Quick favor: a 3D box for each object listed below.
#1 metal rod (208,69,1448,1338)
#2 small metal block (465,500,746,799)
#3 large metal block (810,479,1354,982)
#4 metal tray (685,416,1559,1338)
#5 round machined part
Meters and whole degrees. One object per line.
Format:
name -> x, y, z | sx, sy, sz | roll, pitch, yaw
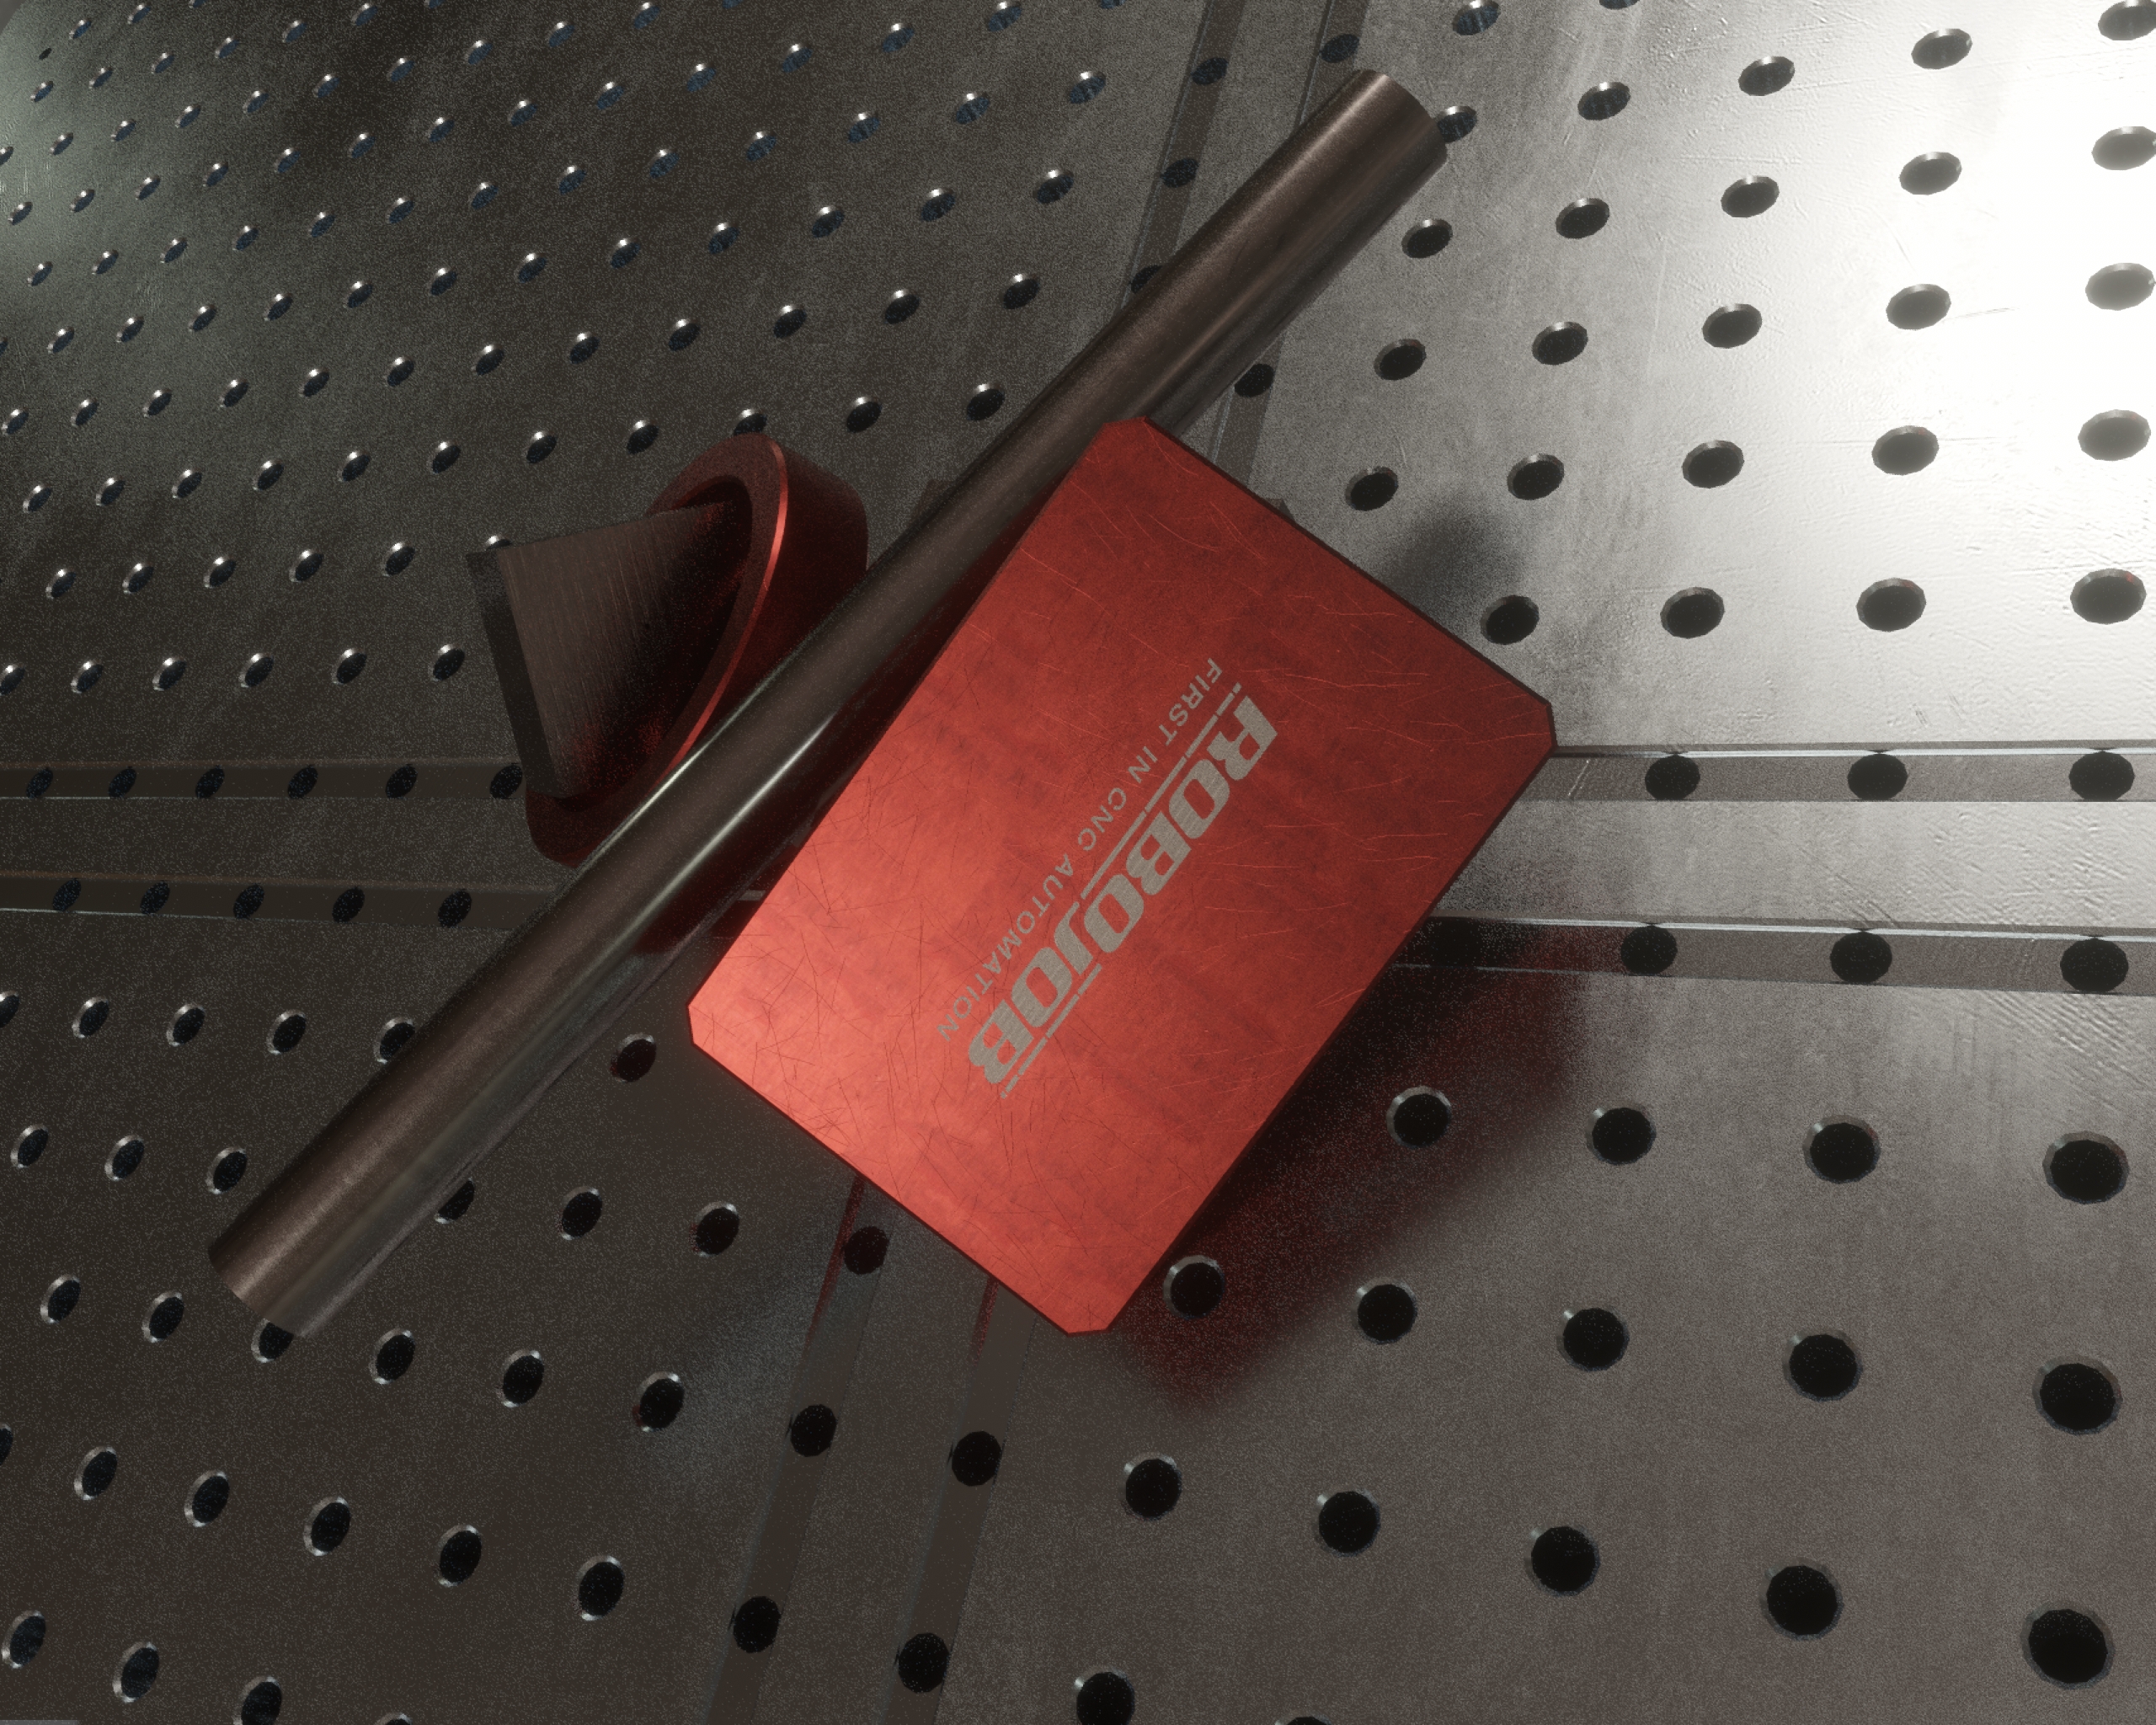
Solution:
metal rod -> -0.042, -0.033, 0.384 | 0.300, 0.025, 0.025 | -47, 52, -5
small metal block -> -0.092, -0.045, 0.430 | 0.050, 0.050, 0.025 | -18, 14, -27
large metal block -> 0.000, -0.025, 0.406 | 0.080, 0.050, 0.080 | 9, 66, 32
metal tray -> 0.007, 0.003, 0.355 | 0.090, 0.030, 0.130 | 37, 96, 7
round machined part -> -0.072, -0.037, 0.439 | 0.098, 0.042, 0.098 | -34, 42, 38
